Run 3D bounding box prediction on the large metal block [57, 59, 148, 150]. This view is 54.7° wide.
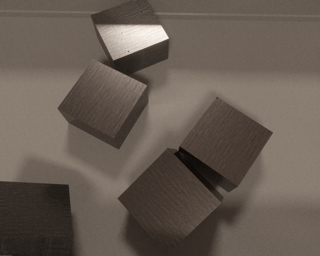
[{"bbox_3d":[-0.071,-0.030,0.407,0.080,0.050,0.080,27,72,9],"label":"large metal block"}]

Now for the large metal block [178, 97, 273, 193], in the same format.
[{"bbox_3d":[0.079,0.022,0.389,0.080,0.050,0.080,35,73,11],"label":"large metal block"}]

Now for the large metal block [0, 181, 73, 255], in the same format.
[{"bbox_3d":[-0.139,0.102,0.322,0.081,0.050,0.080,8,25,-24],"label":"large metal block"}]

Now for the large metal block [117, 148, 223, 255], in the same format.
[{"bbox_3d":[0.014,0.080,0.355,0.080,0.050,0.080,-46,76,5],"label":"large metal block"}]

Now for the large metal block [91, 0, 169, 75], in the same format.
[{"bbox_3d":[-0.042,-0.129,0.443,0.080,0.050,0.080,-24,72,-9],"label":"large metal block"}]
